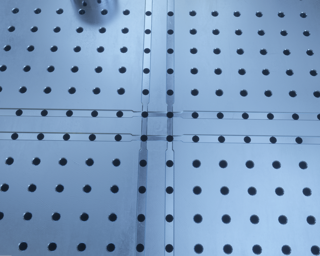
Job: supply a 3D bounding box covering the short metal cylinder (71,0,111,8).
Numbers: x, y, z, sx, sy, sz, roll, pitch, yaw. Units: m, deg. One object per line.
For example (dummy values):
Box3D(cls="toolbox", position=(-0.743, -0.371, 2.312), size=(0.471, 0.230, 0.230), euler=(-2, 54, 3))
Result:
Box3D(cls="short metal cylinder", position=(-0.111, -0.237, 0.484), size=(0.081, 0.050, 0.080), euler=(0, 70, 0))
